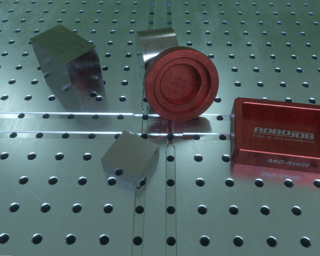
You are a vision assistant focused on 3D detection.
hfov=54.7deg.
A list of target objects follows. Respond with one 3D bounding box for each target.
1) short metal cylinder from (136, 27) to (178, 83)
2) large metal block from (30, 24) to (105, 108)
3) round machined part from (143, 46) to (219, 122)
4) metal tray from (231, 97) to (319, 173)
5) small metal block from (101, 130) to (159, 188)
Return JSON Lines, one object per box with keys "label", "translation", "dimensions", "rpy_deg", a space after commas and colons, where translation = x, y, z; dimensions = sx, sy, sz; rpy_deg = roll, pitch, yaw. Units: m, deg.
{"label": "short metal cylinder", "translation": [-0.004, -0.105, 0.460], "dimensions": [0.050, 0.080, 0.080], "rpy_deg": [-10, 51, -8]}
{"label": "large metal block", "translation": [-0.130, -0.089, 0.446], "dimensions": [0.080, 0.080, 0.050], "rpy_deg": [35, 58, 25]}
{"label": "round machined part", "translation": [0.026, -0.061, 0.419], "dimensions": [0.099, 0.097, 0.042], "rpy_deg": [-10, 25, -8]}
{"label": "metal tray", "translation": [0.160, 0.007, 0.398], "dimensions": [0.131, 0.030, 0.090], "rpy_deg": [6, 50, 5]}
{"label": "small metal block", "translation": [-0.035, 0.037, 0.377], "dimensions": [0.050, 0.025, 0.050], "rpy_deg": [22, 53, 18]}
